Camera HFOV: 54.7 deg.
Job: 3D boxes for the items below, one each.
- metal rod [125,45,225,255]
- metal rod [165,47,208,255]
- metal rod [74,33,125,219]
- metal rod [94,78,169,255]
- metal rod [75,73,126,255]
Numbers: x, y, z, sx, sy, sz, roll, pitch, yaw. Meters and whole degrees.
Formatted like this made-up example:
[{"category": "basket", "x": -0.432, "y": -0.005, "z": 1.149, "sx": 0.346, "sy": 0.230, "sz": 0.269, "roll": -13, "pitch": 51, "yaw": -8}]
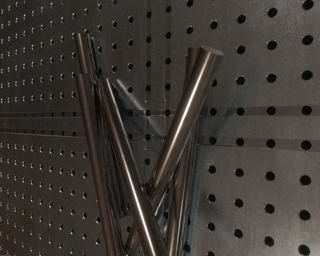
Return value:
[{"category": "metal rod", "x": 0.006, "y": 0.048, "z": 0.371, "sx": 0.025, "sy": 0.025, "sz": 0.298, "roll": 39, "pitch": 123, "yaw": 32}, {"category": "metal rod", "x": 0.029, "y": 0.054, "z": 0.383, "sx": 0.025, "sy": 0.025, "sz": 0.298, "roll": 11, "pitch": 97, "yaw": 39}, {"category": "metal rod", "x": -0.097, "y": -0.008, "z": 0.486, "sx": 0.025, "sy": 0.025, "sz": 0.299, "roll": -21, "pitch": 77, "yaw": 38}, {"category": "metal rod", "x": -0.042, "y": 0.046, "z": 0.400, "sx": 0.025, "sy": 0.025, "sz": 0.299, "roll": -45, "pitch": 50, "yaw": 30}, {"category": "metal rod", "x": -0.085, "y": 0.065, "z": 0.447, "sx": 0.025, "sy": 0.025, "sz": 0.299, "roll": -21, "pitch": 77, "yaw": 38}]
